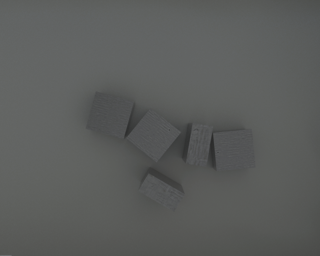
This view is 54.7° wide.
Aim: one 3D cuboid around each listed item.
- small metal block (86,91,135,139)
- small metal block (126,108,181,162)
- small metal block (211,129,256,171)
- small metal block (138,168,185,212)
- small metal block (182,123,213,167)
[{"bbox_3d":[-0.064,-0.016,0.408,0.050,0.025,0.050,15,90,-1],"label":"small metal block"},{"bbox_3d":[-0.008,0.009,0.409,0.050,0.025,0.050,39,90,-1],"label":"small metal block"},{"bbox_3d":[0.096,0.028,0.410,0.050,0.025,0.050,-6,90,-1],"label":"small metal block"},{"bbox_3d":[0.002,0.077,0.397,0.050,0.050,0.025,30,91,-1],"label":"small metal block"},{"bbox_3d":[0.047,0.020,0.398,0.025,0.050,0.050,10,90,-1],"label":"small metal block"}]
